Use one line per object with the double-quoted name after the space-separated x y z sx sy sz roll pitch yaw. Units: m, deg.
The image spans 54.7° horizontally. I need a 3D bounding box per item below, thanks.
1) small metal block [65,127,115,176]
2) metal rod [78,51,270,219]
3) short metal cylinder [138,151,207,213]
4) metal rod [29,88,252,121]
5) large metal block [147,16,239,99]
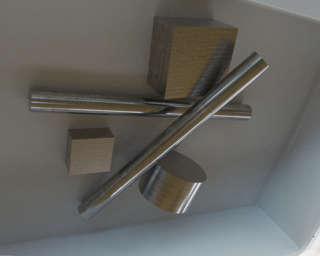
-0.087 0.028 0.380 0.050 0.025 0.050 -3 120 -28 "small metal block"
0.005 0.020 0.383 0.299 0.025 0.025 -42 131 17 "metal rod"
0.017 0.071 0.428 0.081 0.080 0.050 12 112 -34 "short metal cylinder"
-0.002 -0.026 0.392 0.303 0.025 0.025 1 118 -30 "metal rod"
0.035 -0.083 0.362 0.081 0.050 0.079 -7 122 -25 "large metal block"
